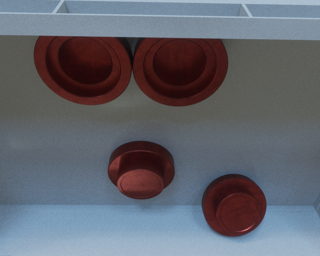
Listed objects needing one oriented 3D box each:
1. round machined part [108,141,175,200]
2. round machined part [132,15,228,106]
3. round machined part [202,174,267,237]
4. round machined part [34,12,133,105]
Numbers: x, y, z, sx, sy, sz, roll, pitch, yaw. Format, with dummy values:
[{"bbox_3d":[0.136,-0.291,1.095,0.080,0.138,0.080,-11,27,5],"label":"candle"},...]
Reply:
[{"bbox_3d":[-0.027,0.068,0.456,0.099,0.042,0.097,-1,130,0],"label":"round machined part"},{"bbox_3d":[0.021,-0.074,0.335,0.099,0.042,0.097,-1,130,0],"label":"round machined part"},{"bbox_3d":[0.117,0.124,0.478,0.099,0.042,0.097,0,101,-2],"label":"round machined part"},{"bbox_3d":[-0.078,-0.076,0.331,0.099,0.042,0.097,1,131,1],"label":"round machined part"}]
